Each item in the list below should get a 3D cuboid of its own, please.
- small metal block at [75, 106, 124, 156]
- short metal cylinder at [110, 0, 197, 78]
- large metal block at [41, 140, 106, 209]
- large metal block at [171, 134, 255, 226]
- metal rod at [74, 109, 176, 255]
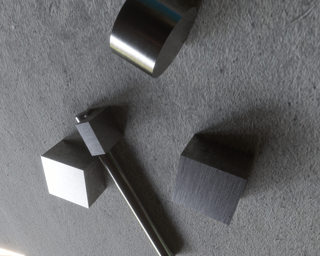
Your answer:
[{"bbox_3d":[-0.083,0.004,0.437,0.025,0.050,0.050,-11,113,33],"label":"small metal block"},{"bbox_3d":[-0.006,-0.098,0.314,0.050,0.080,0.079,33,129,6],"label":"short metal cylinder"},{"bbox_3d":[-0.140,0.075,0.511,0.080,0.050,0.079,15,125,20],"label":"large metal block"},{"bbox_3d":[0.066,0.065,0.396,0.080,0.050,0.079,20,126,16],"label":"large metal block"},{"bbox_3d":[-0.048,0.105,0.497,0.025,0.025,0.299,-16,111,34],"label":"metal rod"}]
